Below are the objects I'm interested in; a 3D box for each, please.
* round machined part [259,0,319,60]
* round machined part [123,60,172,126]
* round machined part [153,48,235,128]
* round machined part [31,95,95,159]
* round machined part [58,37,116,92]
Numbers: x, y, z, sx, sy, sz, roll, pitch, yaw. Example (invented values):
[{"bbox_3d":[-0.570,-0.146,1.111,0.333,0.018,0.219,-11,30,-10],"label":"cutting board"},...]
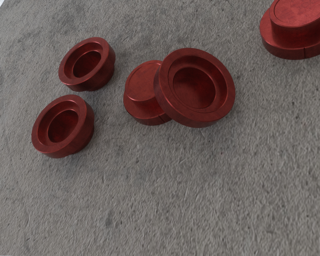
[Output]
[{"bbox_3d":[0.174,-0.136,0.385,0.098,0.042,0.098,-13,56,21],"label":"round machined part"},{"bbox_3d":[-0.009,-0.055,0.432,0.098,0.042,0.098,-13,56,21],"label":"round machined part"},{"bbox_3d":[0.038,-0.045,0.379,0.099,0.042,0.098,7,67,-18],"label":"round machined part"},{"bbox_3d":[-0.139,0.001,0.466,0.098,0.042,0.098,-13,56,21],"label":"round machined part"},{"bbox_3d":[-0.116,-0.100,0.515,0.098,0.042,0.098,-13,56,21],"label":"round machined part"}]
